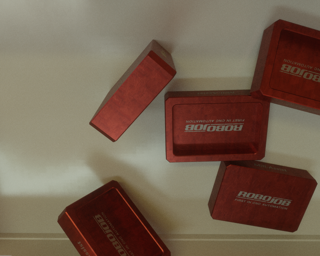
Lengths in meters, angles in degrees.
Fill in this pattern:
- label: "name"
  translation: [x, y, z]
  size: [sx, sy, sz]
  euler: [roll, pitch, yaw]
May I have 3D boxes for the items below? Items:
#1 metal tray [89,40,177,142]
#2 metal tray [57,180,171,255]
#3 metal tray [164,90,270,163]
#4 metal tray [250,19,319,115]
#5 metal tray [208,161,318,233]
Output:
- label: "metal tray"
  translation: [-0.026, -0.047, 0.337]
  size: [0.030, 0.130, 0.090]
  euler: [39, 105, -13]
- label: "metal tray"
  translation: [-0.057, 0.141, 0.400]
  size: [0.130, 0.091, 0.030]
  euler: [51, 128, 11]
- label: "metal tray"
  translation: [0.072, -0.002, 0.408]
  size: [0.131, 0.030, 0.089]
  euler: [-2, 110, 0]
- label: "metal tray"
  translation: [0.183, -0.066, 0.369]
  size: [0.131, 0.030, 0.090]
  euler: [14, 87, -6]
- label: "metal tray"
  translation: [0.144, 0.096, 0.446]
  size: [0.131, 0.030, 0.089]
  euler: [11, 110, -5]
